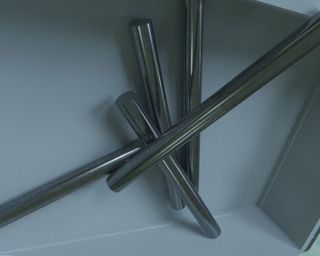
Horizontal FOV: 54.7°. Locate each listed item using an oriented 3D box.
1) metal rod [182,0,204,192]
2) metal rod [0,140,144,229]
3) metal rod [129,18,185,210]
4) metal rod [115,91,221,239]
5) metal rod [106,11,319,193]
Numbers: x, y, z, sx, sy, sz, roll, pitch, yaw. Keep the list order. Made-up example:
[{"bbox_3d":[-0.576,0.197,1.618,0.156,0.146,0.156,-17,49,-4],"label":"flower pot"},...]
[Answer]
[{"bbox_3d":[0.043,-0.022,0.420,0.025,0.025,0.298,-17,125,-19],"label":"metal rod"},{"bbox_3d":[-0.149,0.087,0.381,0.302,0.025,0.025,-25,128,-13],"label":"metal rod"},{"bbox_3d":[0.005,0.006,0.416,0.025,0.025,0.298,-23,127,-15],"label":"metal rod"},{"bbox_3d":[0.026,0.070,0.433,0.025,0.025,0.299,-36,125,-5],"label":"metal rod"},{"bbox_3d":[0.049,-0.015,0.336,0.299,0.025,0.025,-38,133,23],"label":"metal rod"}]
